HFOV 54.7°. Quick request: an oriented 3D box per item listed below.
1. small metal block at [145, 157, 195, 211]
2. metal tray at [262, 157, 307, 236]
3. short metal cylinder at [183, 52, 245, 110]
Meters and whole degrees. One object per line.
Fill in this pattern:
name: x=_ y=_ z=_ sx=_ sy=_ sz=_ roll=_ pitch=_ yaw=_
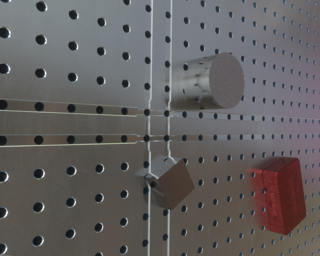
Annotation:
small metal block: x=0.015 y=0.074 z=0.422 sx=0.050 sy=0.025 sz=0.050 roll=-36 pitch=112 yaw=-34
metal tray: x=0.249 y=0.133 z=0.615 sx=0.091 sy=0.030 sz=0.129 roll=-20 pitch=103 yaw=-38
short metal cylinder: x=0.080 y=-0.068 z=0.460 sx=0.081 sy=0.050 sz=0.080 roll=0 pitch=90 yaw=-40
